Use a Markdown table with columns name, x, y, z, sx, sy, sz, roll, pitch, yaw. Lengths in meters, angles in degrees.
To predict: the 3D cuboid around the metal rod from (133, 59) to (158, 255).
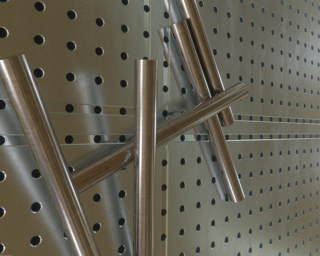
| name | x | y | z | sx | sy | sz | roll | pitch | yaw |
| --- | --- | --- | --- | --- | --- | --- | --- | --- | --- |
| metal rod | -0.018 | 0.073 | 0.360 | 0.025 | 0.025 | 0.298 | -10 | 107 | -40 |

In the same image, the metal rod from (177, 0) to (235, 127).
| name | x | y | z | sx | sy | sz | roll | pitch | yaw |
| --- | --- | --- | --- | --- | --- | --- | --- | --- | --- |
| metal rod | 0.055 | -0.139 | 0.457 | 0.025 | 0.025 | 0.299 | -36 | 112 | -35 |

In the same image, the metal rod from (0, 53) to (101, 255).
| name | x | y | z | sx | sy | sz | roll | pitch | yaw |
| --- | --- | --- | --- | --- | --- | --- | --- | --- | --- |
| metal rod | -0.090 | 0.077 | 0.306 | 0.025 | 0.025 | 0.298 | -30 | 118 | -36 |

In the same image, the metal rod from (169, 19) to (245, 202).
| name | x | y | z | sx | sy | sz | roll | pitch | yaw |
| --- | --- | --- | --- | --- | --- | --- | --- | --- | --- |
| metal rod | 0.077 | -0.015 | 0.476 | 0.025 | 0.025 | 0.298 | -35 | 112 | -35 |

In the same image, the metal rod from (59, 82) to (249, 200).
| name | x | y | z | sx | sy | sz | roll | pitch | yaw |
| --- | --- | --- | --- | --- | --- | --- | --- | --- | --- |
| metal rod | 0.011 | 0.004 | 0.399 | 0.302 | 0.025 | 0.025 | -29 | 108 | -30 |
